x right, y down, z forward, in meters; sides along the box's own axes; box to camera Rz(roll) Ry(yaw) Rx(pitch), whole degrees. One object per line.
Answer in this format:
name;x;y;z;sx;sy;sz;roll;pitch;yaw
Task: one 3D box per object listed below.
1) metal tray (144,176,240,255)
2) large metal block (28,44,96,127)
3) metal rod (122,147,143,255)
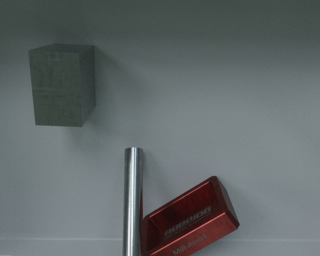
metal tray;0.036;0.129;0.424;0.130;0.090;0.030;-33;107;11
large metal block;-0.109;-0.053;0.361;0.050;0.080;0.079;2;110;-1
metal rod;-0.033;0.171;0.375;0.025;0.025;0.299;-1;70;0
